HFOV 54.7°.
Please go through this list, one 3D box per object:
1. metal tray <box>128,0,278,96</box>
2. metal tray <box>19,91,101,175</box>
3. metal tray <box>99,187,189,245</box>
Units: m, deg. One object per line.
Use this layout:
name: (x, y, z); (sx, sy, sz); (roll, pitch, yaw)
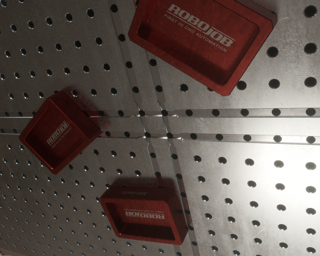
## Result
metal tray: (0.039, -0.104, 0.322); (0.130, 0.030, 0.089); (32, 128, 6)
metal tray: (-0.165, 0.012, 0.499); (0.090, 0.030, 0.129); (47, 129, -6)
metal tray: (-0.028, 0.143, 0.508); (0.130, 0.030, 0.090); (-5, 116, 30)
